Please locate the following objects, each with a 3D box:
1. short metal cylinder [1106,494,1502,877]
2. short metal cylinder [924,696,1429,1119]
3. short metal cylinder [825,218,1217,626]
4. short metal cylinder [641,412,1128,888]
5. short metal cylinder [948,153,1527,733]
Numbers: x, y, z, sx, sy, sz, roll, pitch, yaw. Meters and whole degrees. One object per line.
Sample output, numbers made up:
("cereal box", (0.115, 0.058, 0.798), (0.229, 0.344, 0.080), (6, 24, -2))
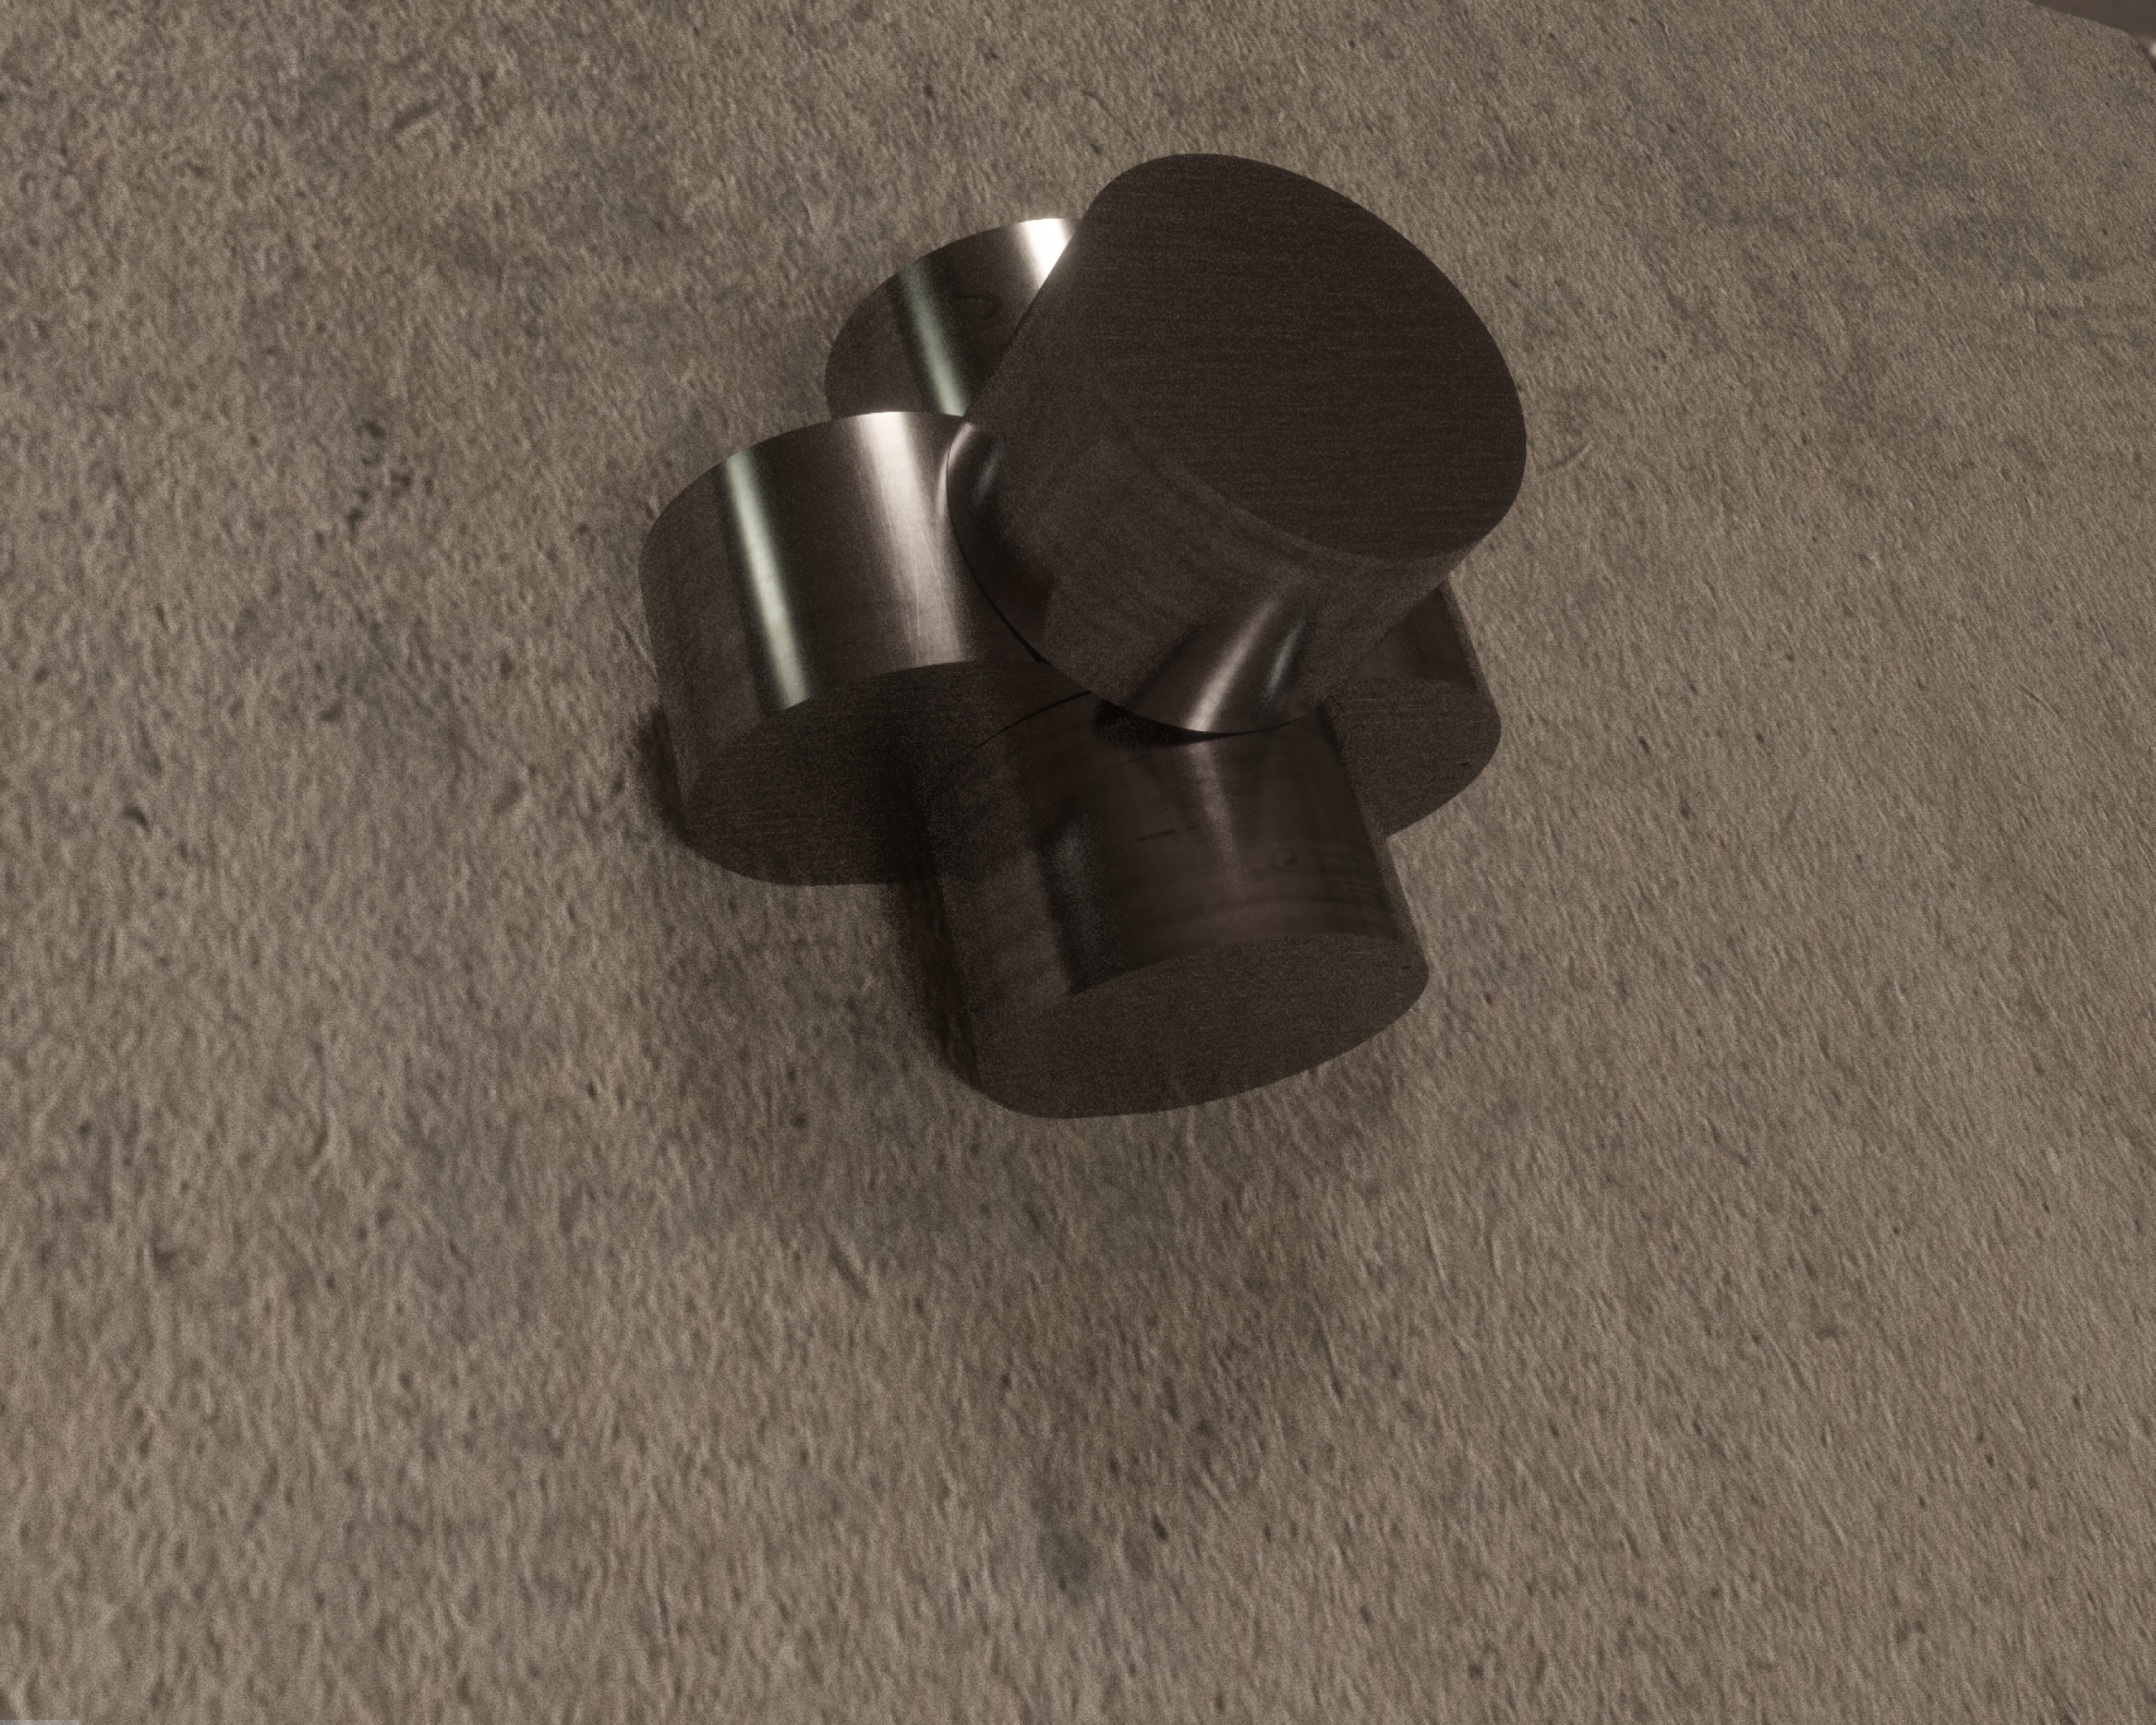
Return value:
("short metal cylinder", (0.037, -0.036, 0.414), (0.081, 0.080, 0.050), (0, 62, -29))
("short metal cylinder", (0.017, 0.008, 0.376), (0.081, 0.080, 0.050), (0, 62, -29))
("short metal cylinder", (-0.006, -0.082, 0.418), (0.081, 0.080, 0.050), (-2, 63, -30))
("short metal cylinder", (-0.034, -0.036, 0.375), (0.081, 0.080, 0.050), (-1, 63, -29))
("short metal cylinder", (0.025, -0.068, 0.343), (0.081, 0.050, 0.080), (14, 56, -21))
